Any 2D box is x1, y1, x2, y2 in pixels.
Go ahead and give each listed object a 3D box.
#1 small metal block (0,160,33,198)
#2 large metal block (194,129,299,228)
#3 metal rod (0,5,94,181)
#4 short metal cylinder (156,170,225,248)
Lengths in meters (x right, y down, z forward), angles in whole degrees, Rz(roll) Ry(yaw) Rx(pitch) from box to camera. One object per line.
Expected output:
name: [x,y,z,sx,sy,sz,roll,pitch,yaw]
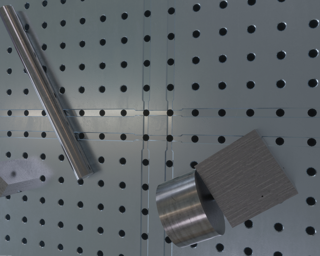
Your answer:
small metal block: [-0.238,0.077,0.483,0.050,0.050,0.025,38,102,16]
large metal block: [0.100,0.056,0.364,0.080,0.050,0.080,-34,79,16]
metal rod: [-0.178,-0.059,0.475,0.025,0.025,0.299,-31,80,17]
short metal cylinder: [0.037,0.095,0.370,0.050,0.080,0.080,-25,82,18]
